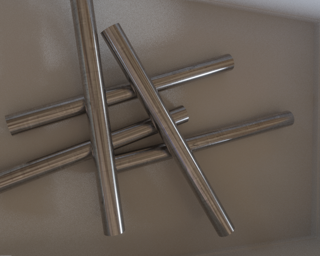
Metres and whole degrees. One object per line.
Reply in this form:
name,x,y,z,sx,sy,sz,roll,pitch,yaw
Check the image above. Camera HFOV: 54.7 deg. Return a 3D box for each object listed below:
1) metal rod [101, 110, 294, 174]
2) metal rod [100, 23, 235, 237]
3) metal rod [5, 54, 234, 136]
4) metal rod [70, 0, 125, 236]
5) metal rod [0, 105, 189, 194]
metal rod,0.063,0.017,0.435,0.302,0.025,0.025,-13,95,-20
metal rod,0.015,0.011,0.389,0.025,0.025,0.299,-33,101,-17
metal rod,-0.035,-0.049,0.398,0.302,0.025,0.025,-19,97,-19
metal rod,-0.073,-0.026,0.356,0.025,0.025,0.298,-9,93,-20
metal rod,-0.101,0.031,0.373,0.302,0.025,0.025,-21,97,-19
